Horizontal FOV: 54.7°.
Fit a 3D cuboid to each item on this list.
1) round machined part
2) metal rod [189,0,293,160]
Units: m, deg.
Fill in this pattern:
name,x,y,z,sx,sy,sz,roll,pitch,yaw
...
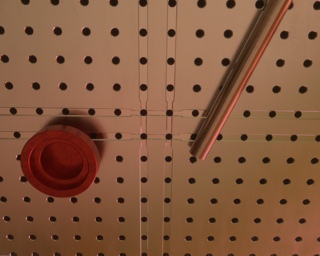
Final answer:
name,x,y,z,sx,sy,sz,roll,pitch,yaw
round machined part,-0.130,0.041,0.418,0.099,0.042,0.097,0,110,0
metal rod,0.113,-0.091,0.380,0.025,0.025,0.298,23,108,-8
